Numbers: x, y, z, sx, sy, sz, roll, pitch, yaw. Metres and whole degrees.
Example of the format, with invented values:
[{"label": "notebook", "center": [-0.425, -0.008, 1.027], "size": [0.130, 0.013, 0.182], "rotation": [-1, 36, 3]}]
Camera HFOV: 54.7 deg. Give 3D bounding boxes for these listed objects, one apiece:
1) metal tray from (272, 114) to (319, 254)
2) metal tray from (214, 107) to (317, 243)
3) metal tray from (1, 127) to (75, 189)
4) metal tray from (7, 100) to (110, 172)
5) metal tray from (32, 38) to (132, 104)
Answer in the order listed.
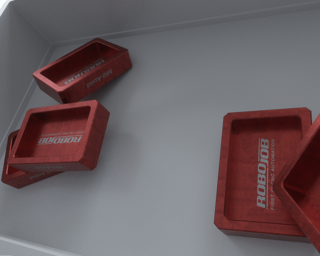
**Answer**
[{"label": "metal tray", "center": [0.136, 0.045, 0.206], "size": [0.130, 0.030, 0.089], "rotation": [-103, 37, -67]}, {"label": "metal tray", "center": [0.109, 0.044, 0.317], "size": [0.090, 0.030, 0.130], "rotation": [-3, 60, 26]}, {"label": "metal tray", "center": [-0.175, 0.030, 0.473], "size": [0.130, 0.030, 0.090], "rotation": [-21, 54, 15]}, {"label": "metal tray", "center": [-0.139, 0.013, 0.426], "size": [0.130, 0.030, 0.090], "rotation": [-5, 60, 25]}, {"label": "metal tray", "center": [-0.121, -0.093, 0.493], "size": [0.131, 0.030, 0.090], "rotation": [-39, 48, -25]}]
